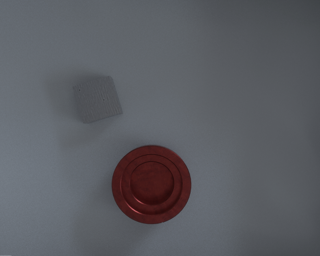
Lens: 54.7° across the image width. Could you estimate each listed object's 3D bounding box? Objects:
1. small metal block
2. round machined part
[{"bbox_3d":[-0.081,-0.037,0.410,0.050,0.025,0.050,-17,90,-1],"label":"small metal block"},{"bbox_3d":[-0.010,0.070,0.403,0.099,0.042,0.097,0,90,-1],"label":"round machined part"}]
